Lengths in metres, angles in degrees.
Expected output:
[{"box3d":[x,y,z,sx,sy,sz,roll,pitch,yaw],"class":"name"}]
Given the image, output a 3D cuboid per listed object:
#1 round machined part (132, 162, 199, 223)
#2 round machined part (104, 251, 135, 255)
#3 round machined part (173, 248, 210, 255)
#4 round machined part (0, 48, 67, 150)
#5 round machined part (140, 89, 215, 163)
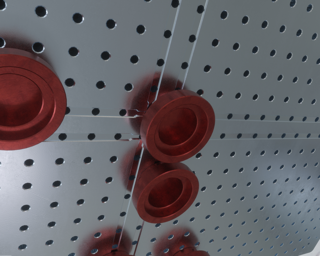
[{"box3d":[0.005,0.089,0.457,0.099,0.042,0.097,-14,124,-21],"class":"round machined part"},{"box3d":[-0.074,0.243,0.509,0.099,0.042,0.097,-14,124,-21],"class":"round machined part"},{"box3d":[0.054,0.270,0.596,0.099,0.042,0.097,-14,124,-21],"class":"round machined part"},{"box3d":[-0.145,-0.030,0.302,0.099,0.042,0.097,-14,124,-21],"class":"round machined part"},{"box3d":[0.019,-0.006,0.406,0.099,0.042,0.097,-14,124,-21],"class":"round machined part"}]
